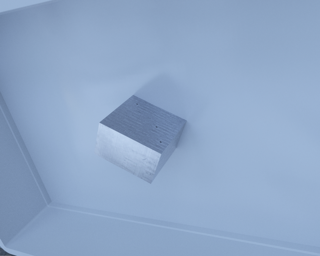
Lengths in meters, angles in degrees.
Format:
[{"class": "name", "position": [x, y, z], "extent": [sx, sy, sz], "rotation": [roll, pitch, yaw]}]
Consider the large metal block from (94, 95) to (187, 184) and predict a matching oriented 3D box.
[{"class": "large metal block", "position": [-0.023, 0.011, 0.391], "extent": [0.080, 0.080, 0.050], "rotation": [26, 128, 11]}]
